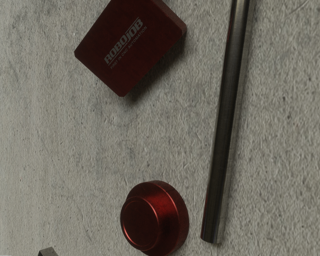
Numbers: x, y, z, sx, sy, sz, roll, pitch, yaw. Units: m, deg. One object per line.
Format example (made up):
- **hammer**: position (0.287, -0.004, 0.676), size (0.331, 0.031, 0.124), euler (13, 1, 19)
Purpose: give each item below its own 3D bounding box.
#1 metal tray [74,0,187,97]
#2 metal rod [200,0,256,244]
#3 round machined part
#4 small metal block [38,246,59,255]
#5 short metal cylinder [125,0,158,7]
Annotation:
- **metal tray**: position (-0.041, -0.113, 0.404), size (0.090, 0.030, 0.129), euler (43, 123, -10)
- **metal rod**: position (0.076, -0.021, 0.342), size (0.025, 0.025, 0.298), euler (11, 97, 39)
- **round machined part**: position (-0.014, 0.120, 0.406), size (0.098, 0.042, 0.097), euler (0, 90, 40)
- **small metal block**: position (-0.207, 0.260, 0.576), size (0.050, 0.025, 0.050), euler (35, 111, 34)
- **short metal cylinder**: position (-0.032, -0.210, 0.415), size (0.080, 0.050, 0.080), euler (0, 90, 40)
